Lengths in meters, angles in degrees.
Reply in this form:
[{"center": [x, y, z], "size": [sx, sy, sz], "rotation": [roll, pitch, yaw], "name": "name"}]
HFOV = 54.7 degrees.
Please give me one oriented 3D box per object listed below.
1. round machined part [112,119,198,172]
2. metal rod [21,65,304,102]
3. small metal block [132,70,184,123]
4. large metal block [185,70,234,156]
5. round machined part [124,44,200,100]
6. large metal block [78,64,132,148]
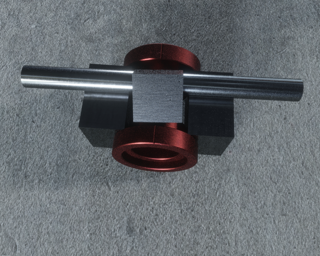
[{"center": [-0.005, 0.017, 0.364], "size": [0.099, 0.098, 0.042], "rotation": [4, 65, 1], "name": "round machined part"}, {"center": [0.002, -0.049, 0.342], "size": [0.302, 0.025, 0.025], "rotation": [3, 70, 1], "name": "metal rod"}, {"center": [-0.002, -0.033, 0.322], "size": [0.050, 0.025, 0.050], "rotation": [1, 111, 2], "name": "small metal block"}, {"center": [0.058, -0.015, 0.386], "size": [0.050, 0.080, 0.080], "rotation": [4, 70, 1], "name": "large metal block"}, {"center": [0.002, -0.061, 0.393], "size": [0.099, 0.098, 0.042], "rotation": [4, 71, 1], "name": "round machined part"}, {"center": [-0.061, -0.023, 0.388], "size": [0.050, 0.080, 0.080], "rotation": [4, 70, 1], "name": "large metal block"}]
